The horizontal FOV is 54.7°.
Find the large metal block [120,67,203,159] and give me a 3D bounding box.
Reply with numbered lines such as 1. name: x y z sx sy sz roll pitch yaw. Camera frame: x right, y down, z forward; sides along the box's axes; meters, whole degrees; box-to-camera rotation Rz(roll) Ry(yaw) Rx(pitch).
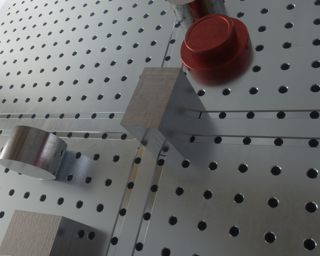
1. large metal block: 0.006 -0.018 0.381 0.050 0.080 0.080 7 65 31

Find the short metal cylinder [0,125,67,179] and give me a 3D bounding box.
1. short metal cylinder: -0.181 0.037 0.446 0.080 0.080 0.050 -1 62 28

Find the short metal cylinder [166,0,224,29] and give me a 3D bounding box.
1. short metal cylinder: 0.055 -0.205 0.489 0.080 0.050 0.080 -13 56 21

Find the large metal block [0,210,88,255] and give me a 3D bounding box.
1. large metal block: -0.146 0.149 0.377 0.080 0.050 0.080 -2 61 27

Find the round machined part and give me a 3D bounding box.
1. round machined part: 0.074 -0.120 0.432 0.098 0.042 0.098 -13 56 21
